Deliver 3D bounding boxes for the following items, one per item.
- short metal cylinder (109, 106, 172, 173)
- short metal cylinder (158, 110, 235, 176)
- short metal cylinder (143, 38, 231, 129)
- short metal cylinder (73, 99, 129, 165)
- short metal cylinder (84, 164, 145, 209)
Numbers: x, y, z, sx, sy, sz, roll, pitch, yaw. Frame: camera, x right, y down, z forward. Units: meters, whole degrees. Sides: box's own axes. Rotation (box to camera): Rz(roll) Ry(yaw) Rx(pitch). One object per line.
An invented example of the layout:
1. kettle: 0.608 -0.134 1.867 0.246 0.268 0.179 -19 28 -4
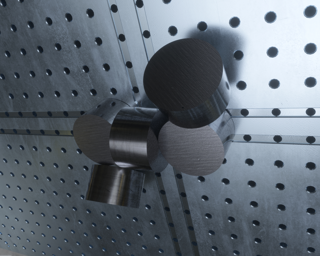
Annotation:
1. short metal cylinder: -0.020 0.014 0.393 0.050 0.080 0.079 5 121 25
2. short metal cylinder: 0.045 0.011 0.376 0.080 0.050 0.079 13 124 20
3. short metal cylinder: 0.029 -0.045 0.323 0.080 0.080 0.050 8 164 23
4. short metal cylinder: -0.073 0.006 0.434 0.080 0.050 0.079 13 124 20
5. short metal cylinder: -0.065 0.086 0.454 0.080 0.050 0.080 9 165 3
